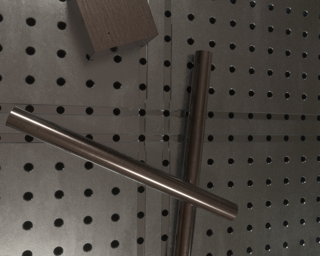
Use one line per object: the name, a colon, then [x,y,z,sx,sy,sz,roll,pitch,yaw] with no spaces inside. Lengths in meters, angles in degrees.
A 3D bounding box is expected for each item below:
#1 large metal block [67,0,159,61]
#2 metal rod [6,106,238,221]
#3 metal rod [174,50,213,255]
large metal block: [-0.059,-0.136,0.378,0.081,0.050,0.080,-22,98,-19]
metal rod: [-0.036,0.050,0.383,0.301,0.025,0.025,26,81,-12]
metal rod: [0.046,0.042,0.430,0.025,0.025,0.298,7,88,-20]
